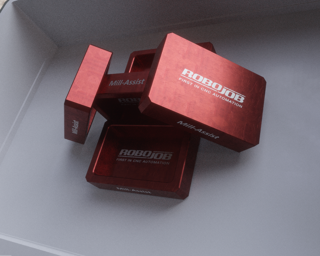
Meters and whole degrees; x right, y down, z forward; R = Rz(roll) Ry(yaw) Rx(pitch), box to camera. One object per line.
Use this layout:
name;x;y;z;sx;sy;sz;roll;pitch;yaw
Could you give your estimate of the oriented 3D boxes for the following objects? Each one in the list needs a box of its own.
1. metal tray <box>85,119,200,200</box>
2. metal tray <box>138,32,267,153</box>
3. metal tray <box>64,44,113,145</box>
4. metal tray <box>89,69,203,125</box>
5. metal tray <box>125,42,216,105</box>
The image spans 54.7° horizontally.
metal tray;-0.022;0.035;0.388;0.130;0.030;0.090;1;62;28
metal tray;0.051;-0.037;0.341;0.030;0.131;0.090;-40;31;61
metal tray;-0.100;-0.040;0.422;0.030;0.129;0.090;19;65;-9
metal tray;-0.020;-0.032;0.392;0.130;0.090;0.030;1;62;28
metal tray;0.010;-0.071;0.439;0.130;0.030;0.090;0;62;27
